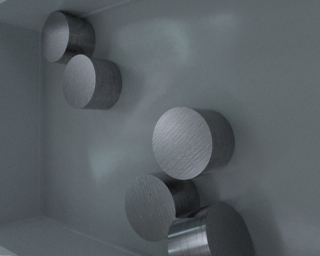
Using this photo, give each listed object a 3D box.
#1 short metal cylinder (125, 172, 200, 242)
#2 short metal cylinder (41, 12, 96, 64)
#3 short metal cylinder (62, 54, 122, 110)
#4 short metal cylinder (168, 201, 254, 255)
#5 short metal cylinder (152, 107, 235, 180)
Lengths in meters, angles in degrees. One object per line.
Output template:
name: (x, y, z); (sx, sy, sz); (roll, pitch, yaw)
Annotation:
short metal cylinder: (0.002, 0.095, 0.387); (0.080, 0.050, 0.079); (0, 90, 39)
short metal cylinder: (-0.153, -0.145, 0.514); (0.080, 0.050, 0.079); (0, 90, 39)
short metal cylinder: (-0.104, -0.068, 0.474); (0.080, 0.050, 0.079); (0, 90, 39)
short metal cylinder: (0.054, 0.123, 0.325); (0.050, 0.081, 0.080); (-31, 71, 35)
short metal cylinder: (0.038, 0.016, 0.358); (0.080, 0.050, 0.079); (0, 90, 39)
